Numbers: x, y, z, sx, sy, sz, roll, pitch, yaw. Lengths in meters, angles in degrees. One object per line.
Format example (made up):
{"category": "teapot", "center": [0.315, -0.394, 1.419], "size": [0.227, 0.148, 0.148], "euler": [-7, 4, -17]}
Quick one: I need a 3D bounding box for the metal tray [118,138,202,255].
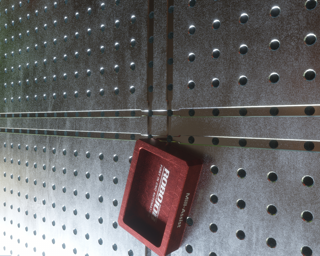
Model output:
{"category": "metal tray", "center": [-0.004, 0.088, 0.410], "size": [0.090, 0.030, 0.129], "euler": [23, 104, 38]}
